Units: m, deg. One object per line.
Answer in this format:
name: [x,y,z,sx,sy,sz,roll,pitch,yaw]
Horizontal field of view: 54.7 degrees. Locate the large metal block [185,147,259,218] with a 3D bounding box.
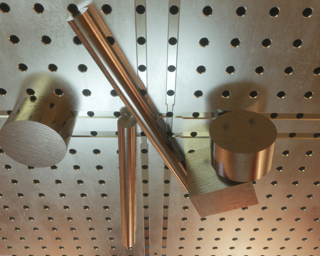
large metal block: [0.084,0.069,0.435,0.080,0.080,0.050,-18,128,14]

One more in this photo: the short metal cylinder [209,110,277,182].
short metal cylinder: [0.104,0.022,0.395,0.080,0.080,0.050,-5,130,4]

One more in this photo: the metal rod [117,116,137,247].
metal rod: [-0.052,0.105,0.500,0.025,0.025,0.298,2,130,-2]

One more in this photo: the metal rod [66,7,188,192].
metal rod: [-0.018,-0.013,0.400,0.025,0.025,0.299,-20,128,16]

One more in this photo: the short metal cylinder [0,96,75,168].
short metal cylinder: [-0.156,0.005,0.398,0.081,0.050,0.079,0,130,0]
